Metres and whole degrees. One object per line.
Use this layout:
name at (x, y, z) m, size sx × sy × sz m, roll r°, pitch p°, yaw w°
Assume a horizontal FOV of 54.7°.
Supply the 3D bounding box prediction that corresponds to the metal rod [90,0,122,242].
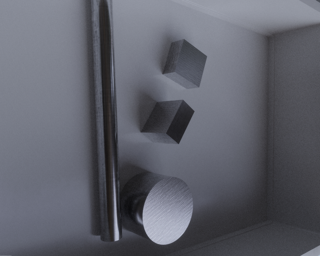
metal rod at (-0.062, -0.021, 0.355) m, size 0.025 × 0.025 × 0.298 m, roll -4°, pitch 93°, yaw -40°

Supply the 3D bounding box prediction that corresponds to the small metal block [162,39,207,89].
small metal block at (0.036, -0.089, 0.439) m, size 0.050 × 0.025 × 0.050 m, roll 25°, pitch 74°, yaw -38°

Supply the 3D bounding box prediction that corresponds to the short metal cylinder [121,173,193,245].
short metal cylinder at (-0.005, 0.098, 0.389) m, size 0.081 × 0.050 × 0.079 m, roll 0°, pitch 90°, yaw -40°

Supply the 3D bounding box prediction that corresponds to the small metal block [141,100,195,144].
small metal block at (0.010, -0.008, 0.400) m, size 0.025 × 0.050 × 0.050 m, roll 42°, pitch 65°, yaw -33°
